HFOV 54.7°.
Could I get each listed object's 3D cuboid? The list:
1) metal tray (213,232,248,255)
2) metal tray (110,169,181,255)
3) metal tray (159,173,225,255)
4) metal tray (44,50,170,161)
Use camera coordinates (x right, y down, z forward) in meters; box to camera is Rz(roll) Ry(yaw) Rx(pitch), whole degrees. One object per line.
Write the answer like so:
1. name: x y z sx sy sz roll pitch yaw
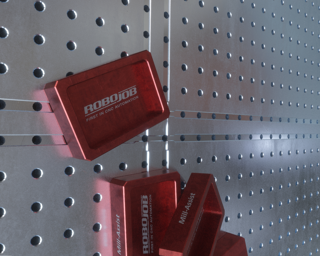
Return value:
1. metal tray: 0.110 0.251 0.502 0.091 0.030 0.129 -22 104 -38
2. metal tray: -0.015 0.124 0.395 0.091 0.030 0.129 -4 93 -40
3. metal tray: 0.049 0.135 0.414 0.130 0.030 0.090 -59 137 -43
4. metal tray: -0.054 -0.030 0.361 0.131 0.030 0.089 -30 109 -36
